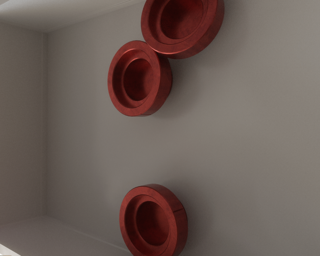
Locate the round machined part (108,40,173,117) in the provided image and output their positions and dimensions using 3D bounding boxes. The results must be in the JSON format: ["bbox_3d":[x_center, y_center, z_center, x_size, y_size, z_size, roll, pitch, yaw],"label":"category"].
[{"bbox_3d":[-0.022,-0.064,0.414,0.098,0.042,0.097,1,91,40],"label":"round machined part"}]

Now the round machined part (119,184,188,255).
[{"bbox_3d":[-0.004,0.120,0.399,0.098,0.042,0.097,0,90,40],"label":"round machined part"}]

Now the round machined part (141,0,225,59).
[{"bbox_3d":[0.030,-0.128,0.364,0.098,0.042,0.097,-5,80,31],"label":"round machined part"}]
